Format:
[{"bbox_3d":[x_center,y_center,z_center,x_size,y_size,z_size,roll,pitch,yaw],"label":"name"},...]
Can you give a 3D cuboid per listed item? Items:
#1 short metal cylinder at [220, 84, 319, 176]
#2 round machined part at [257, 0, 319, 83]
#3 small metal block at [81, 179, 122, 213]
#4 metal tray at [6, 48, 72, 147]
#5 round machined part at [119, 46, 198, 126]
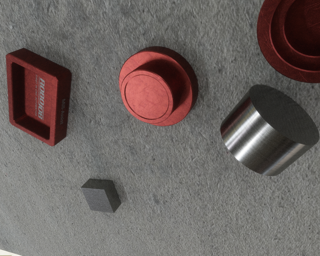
[{"bbox_3d":[0.109,0.001,0.314,0.080,0.080,0.050,36,129,4],"label":"short metal cylinder"},{"bbox_3d":[0.138,-0.092,0.266,0.098,0.042,0.097,13,124,20],"label":"round machined part"},{"bbox_3d":[-0.100,0.115,0.529,0.050,0.025,0.050,-2,118,28],"label":"small metal block"},{"bbox_3d":[-0.185,-0.044,0.471,0.090,0.030,0.129,26,128,11],"label":"metal tray"},{"bbox_3d":[-0.007,-0.044,0.371,0.098,0.042,0.097,13,124,20],"label":"round machined part"}]
